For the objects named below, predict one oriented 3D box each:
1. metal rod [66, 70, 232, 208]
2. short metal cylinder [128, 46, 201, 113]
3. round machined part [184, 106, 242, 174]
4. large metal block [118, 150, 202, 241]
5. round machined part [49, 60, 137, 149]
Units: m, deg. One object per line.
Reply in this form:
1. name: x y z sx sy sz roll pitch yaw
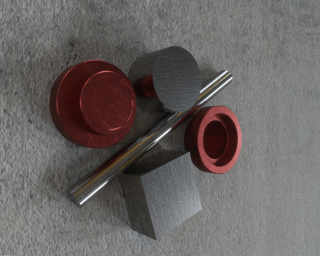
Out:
1. metal rod: 0.006 -0.003 0.413 0.302 0.025 0.025 -39 114 -33
2. short metal cylinder: 0.007 -0.059 0.395 0.081 0.050 0.079 0 90 -40
3. round machined part: 0.074 0.017 0.457 0.099 0.042 0.097 0 90 -40
4. large metal block: 0.001 0.079 0.392 0.081 0.050 0.080 -22 104 -38
5. round machined part: -0.065 -0.026 0.340 0.099 0.042 0.097 0 90 -40
